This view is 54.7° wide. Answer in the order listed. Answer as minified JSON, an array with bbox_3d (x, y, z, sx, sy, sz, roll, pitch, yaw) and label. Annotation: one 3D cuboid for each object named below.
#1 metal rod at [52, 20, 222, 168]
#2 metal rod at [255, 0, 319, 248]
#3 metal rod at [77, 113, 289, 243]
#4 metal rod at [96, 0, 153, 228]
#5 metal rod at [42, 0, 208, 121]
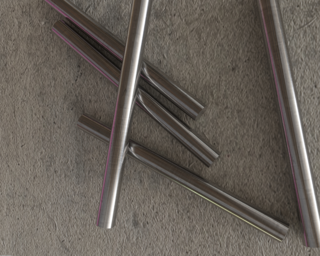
[{"bbox_3d":[-0.041,-0.055,0.423,0.300,0.025,0.025,41,103,15],"label":"metal rod"},{"bbox_3d":[0.148,-0.017,0.356,0.025,0.025,0.298,-11,86,19],"label":"metal rod"},{"bbox_3d":[0.016,0.055,0.403,0.301,0.025,0.025,27,99,17],"label":"metal rod"},{"bbox_3d":[-0.046,-0.020,0.397,0.025,0.025,0.298,11,94,19],"label":"metal rod"},{"bbox_3d":[-0.059,-0.111,0.429,0.300,0.025,0.025,40,103,15],"label":"metal rod"}]
